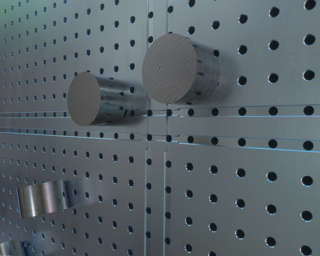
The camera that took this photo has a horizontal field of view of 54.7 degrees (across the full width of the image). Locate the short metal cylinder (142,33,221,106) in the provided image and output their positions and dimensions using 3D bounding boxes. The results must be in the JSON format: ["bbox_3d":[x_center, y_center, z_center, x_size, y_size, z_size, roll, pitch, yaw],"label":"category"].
[{"bbox_3d":[0.025,-0.068,0.373,0.080,0.050,0.079,0,90,40],"label":"short metal cylinder"}]

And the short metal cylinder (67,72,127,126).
[{"bbox_3d":[-0.096,-0.042,0.473,0.080,0.050,0.079,0,90,40],"label":"short metal cylinder"}]

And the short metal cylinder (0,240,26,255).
[{"bbox_3d":[-0.321,0.274,0.639,0.080,0.081,0.050,-44,64,31],"label":"short metal cylinder"}]

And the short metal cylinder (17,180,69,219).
[{"bbox_3d":[-0.205,0.124,0.543,0.080,0.081,0.050,-20,78,38],"label":"short metal cylinder"}]
